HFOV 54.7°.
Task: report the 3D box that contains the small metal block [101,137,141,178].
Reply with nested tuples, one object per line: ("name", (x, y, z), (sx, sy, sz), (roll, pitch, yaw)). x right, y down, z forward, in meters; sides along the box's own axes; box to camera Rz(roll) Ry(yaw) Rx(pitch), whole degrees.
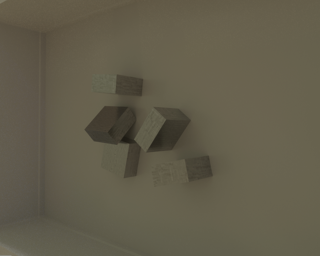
("small metal block", (-0.057, 0.040, 0.452), (0.050, 0.025, 0.050), (17, 101, 38))

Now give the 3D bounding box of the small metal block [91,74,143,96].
("small metal block", (-0.060, -0.060, 0.438), (0.050, 0.050, 0.025), (8, 96, 39))

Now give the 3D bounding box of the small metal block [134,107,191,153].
("small metal block", (0.004, 0.002, 0.386), (0.025, 0.050, 0.050), (45, 117, 30))

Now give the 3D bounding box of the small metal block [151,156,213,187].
("small metal block", (0.026, 0.051, 0.367), (0.050, 0.050, 0.025), (-16, 80, 38))

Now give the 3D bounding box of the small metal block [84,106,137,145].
("small metal block", (-0.071, -0.005, 0.445), (0.050, 0.025, 0.050), (5, 49, 39))
